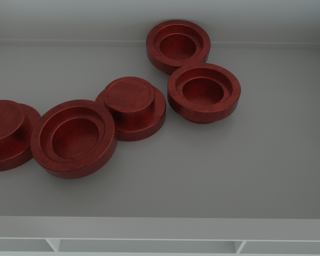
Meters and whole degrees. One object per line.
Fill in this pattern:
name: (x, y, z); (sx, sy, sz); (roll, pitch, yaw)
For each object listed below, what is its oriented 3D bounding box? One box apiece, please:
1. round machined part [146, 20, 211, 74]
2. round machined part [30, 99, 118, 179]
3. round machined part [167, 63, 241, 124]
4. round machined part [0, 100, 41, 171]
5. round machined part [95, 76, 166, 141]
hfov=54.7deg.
round machined part: (0.028, -0.121, 0.489); (0.099, 0.042, 0.098); (1, 60, -1)
round machined part: (-0.099, 0.017, 0.372); (0.099, 0.042, 0.098); (-3, 57, 5)
round machined part: (0.059, -0.044, 0.432); (0.099, 0.042, 0.098); (0, 50, 0)
round machined part: (-0.199, 0.002, 0.389); (0.099, 0.042, 0.098); (0, 50, 0)
round machined part: (-0.041, -0.033, 0.421); (0.099, 0.042, 0.098); (0, 50, 0)
